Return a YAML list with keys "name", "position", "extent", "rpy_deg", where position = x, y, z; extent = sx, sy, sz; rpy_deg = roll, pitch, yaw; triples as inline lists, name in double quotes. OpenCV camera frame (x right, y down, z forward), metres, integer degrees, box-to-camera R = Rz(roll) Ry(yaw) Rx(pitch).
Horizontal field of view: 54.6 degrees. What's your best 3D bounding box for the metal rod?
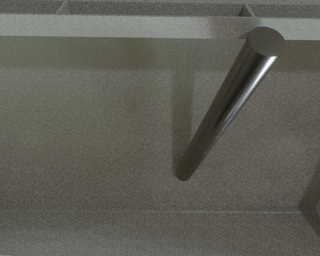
- name: "metal rod"
  position: [0.052, 0.006, 0.335]
  extent: [0.025, 0.025, 0.299]
  rpy_deg: [5, 155, -5]
